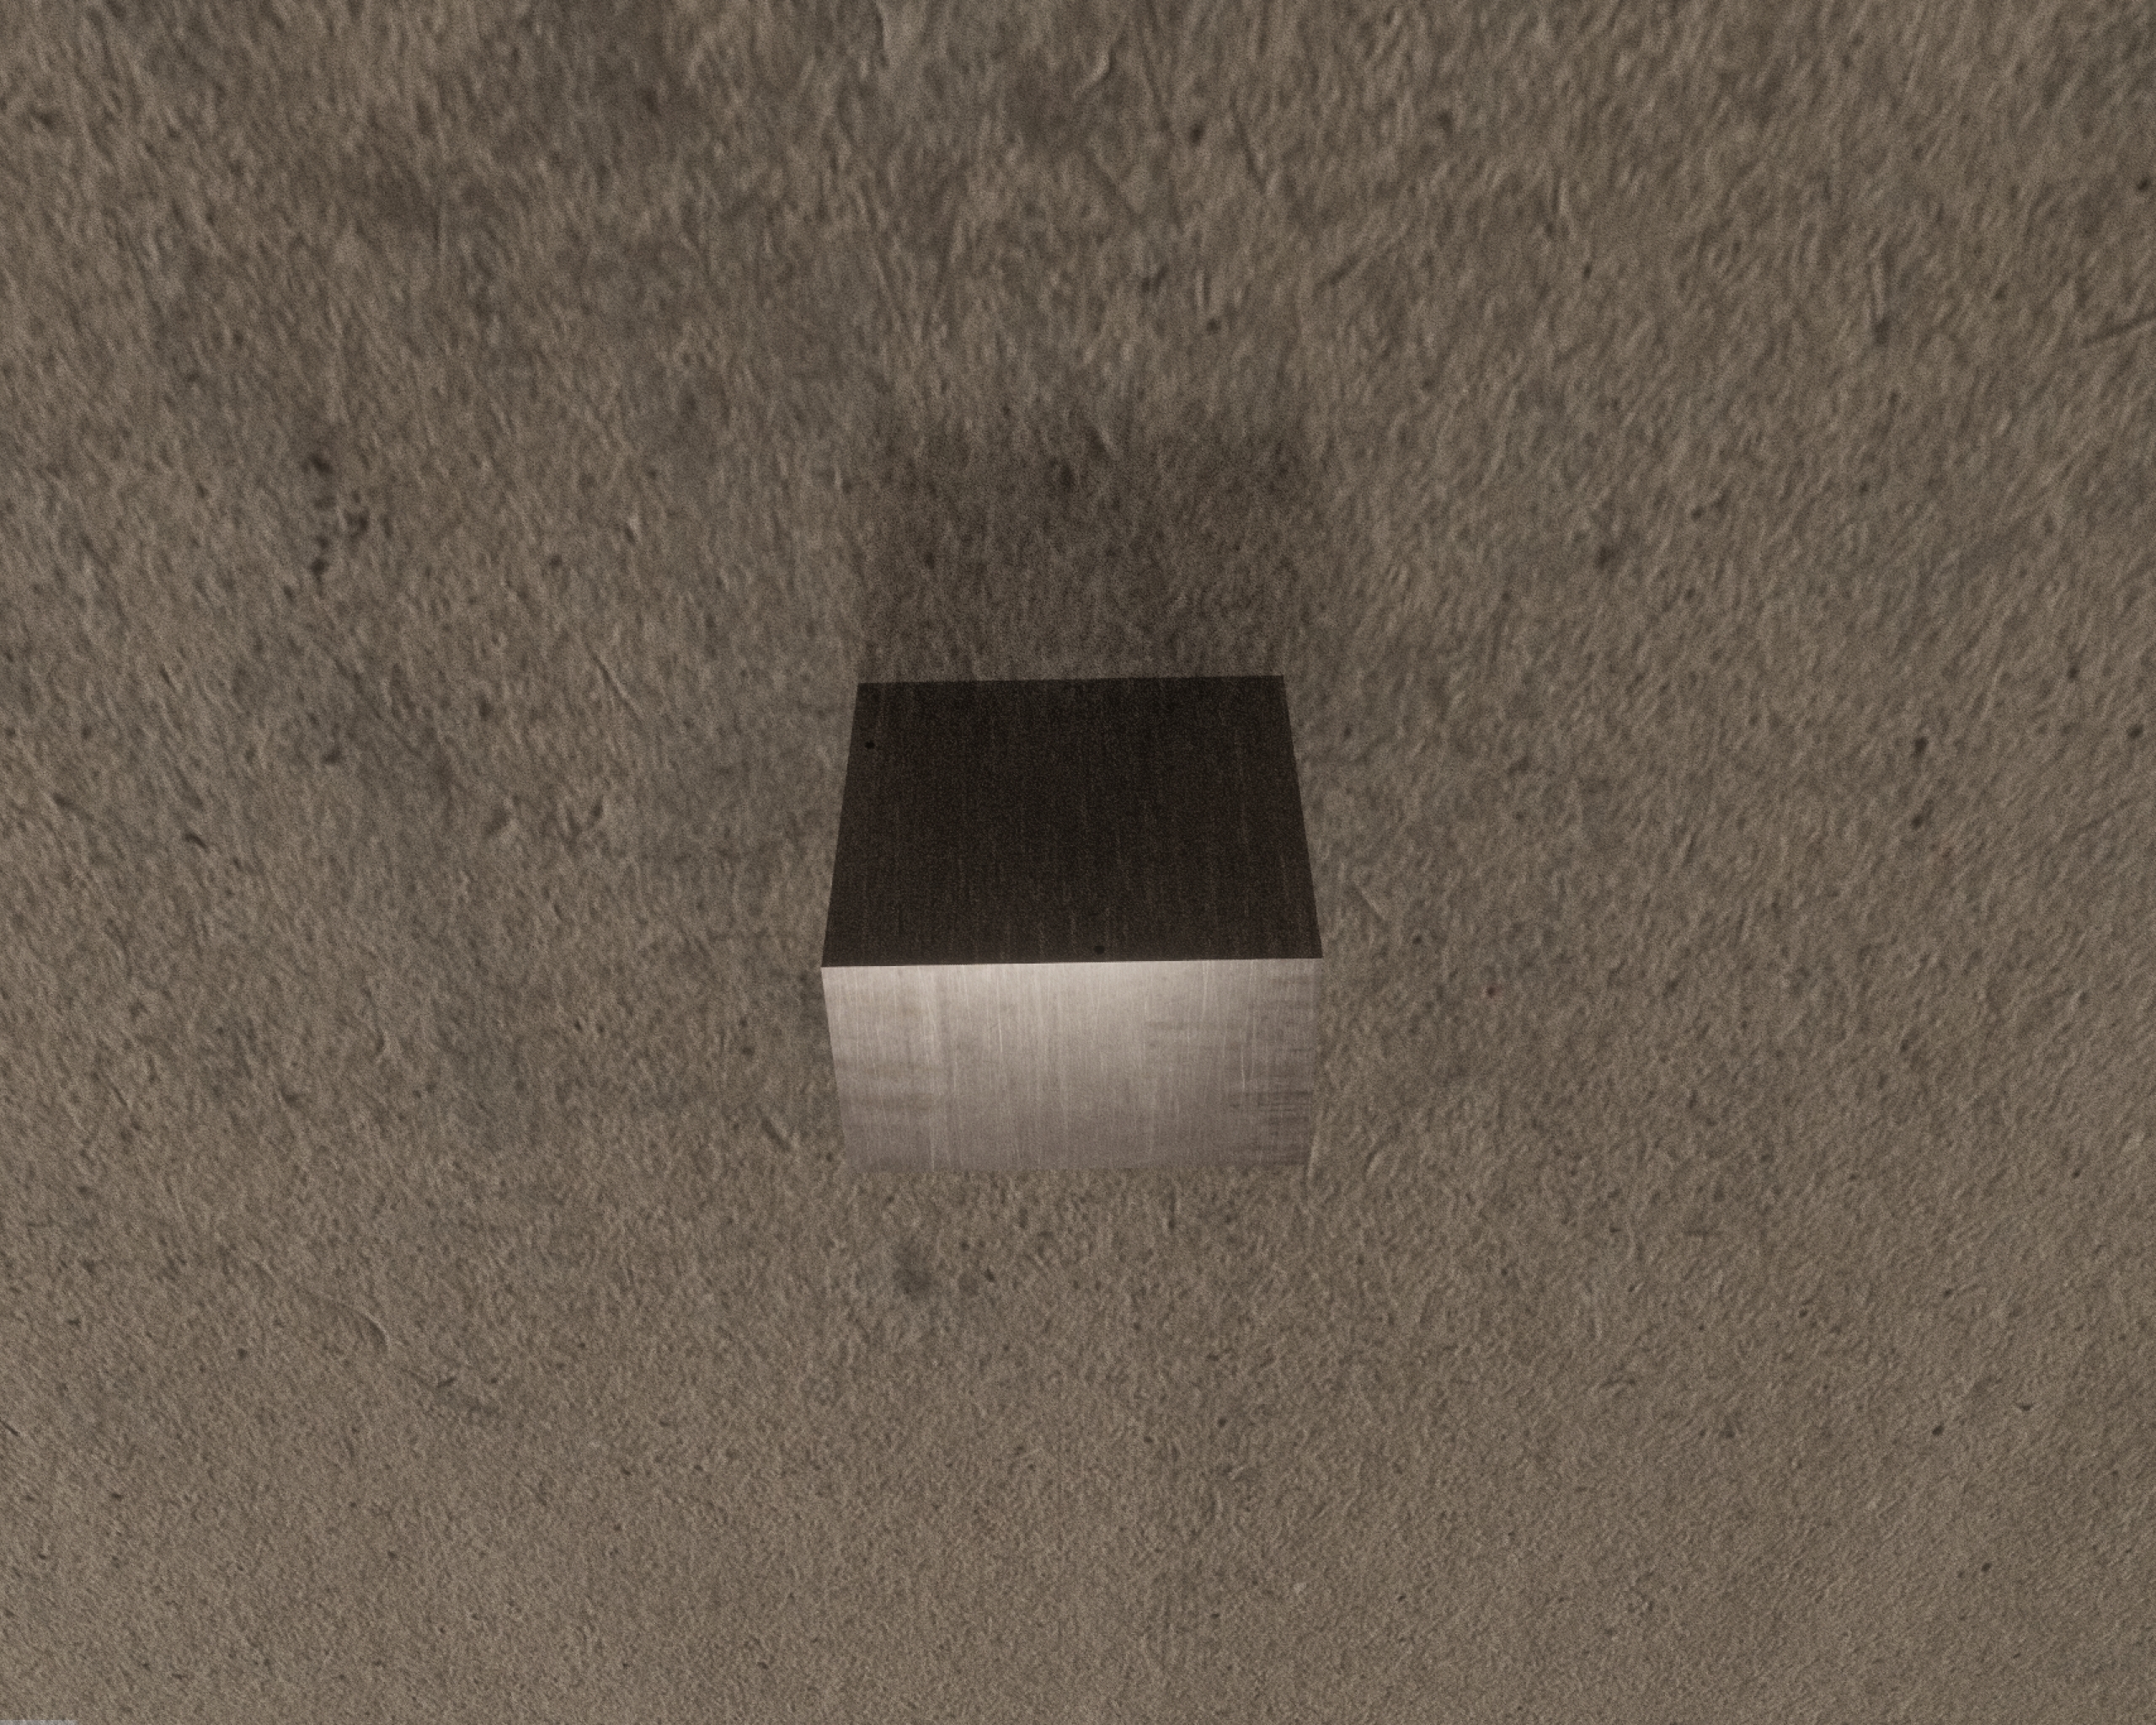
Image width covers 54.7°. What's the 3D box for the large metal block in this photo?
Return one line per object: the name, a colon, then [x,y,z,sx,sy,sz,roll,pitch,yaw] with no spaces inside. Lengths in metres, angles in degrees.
large metal block: [-0.001,0.009,0.381,0.081,0.080,0.050,-1,130,0]
